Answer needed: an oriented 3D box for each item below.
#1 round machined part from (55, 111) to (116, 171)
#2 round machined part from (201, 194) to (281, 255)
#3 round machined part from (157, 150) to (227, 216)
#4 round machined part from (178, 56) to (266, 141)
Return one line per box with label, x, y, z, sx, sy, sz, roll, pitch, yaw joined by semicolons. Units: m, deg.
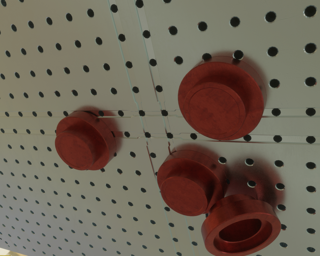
round machined part;-0.121;0.027;0.478;0.098;0.042;0.097;13;124;20
round machined part;0.101;0.124;0.404;0.099;0.042;0.097;-5;129;-6
round machined part;0.040;0.083;0.429;0.098;0.042;0.097;13;124;20
round machined part;0.065;-0.027;0.348;0.098;0.042;0.097;13;124;20
